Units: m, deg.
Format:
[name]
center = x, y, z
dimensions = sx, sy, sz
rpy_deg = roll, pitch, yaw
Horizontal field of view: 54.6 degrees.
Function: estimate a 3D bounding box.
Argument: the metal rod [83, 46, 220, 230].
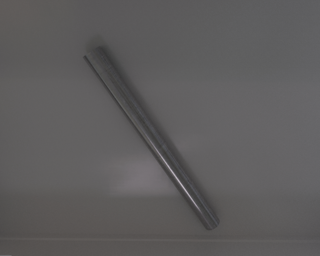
[metal rod]
center = -0.003, 0.025, 0.420
dimensions = 0.025, 0.025, 0.299
rpy_deg = -31, 107, 11
